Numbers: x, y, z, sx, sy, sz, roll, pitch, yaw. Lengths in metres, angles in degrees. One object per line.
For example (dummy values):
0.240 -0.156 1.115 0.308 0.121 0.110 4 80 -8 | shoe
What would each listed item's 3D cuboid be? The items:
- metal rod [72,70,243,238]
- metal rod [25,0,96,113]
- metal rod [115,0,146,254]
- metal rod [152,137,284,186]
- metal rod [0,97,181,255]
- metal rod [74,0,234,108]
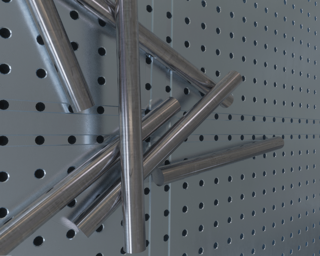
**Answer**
0.013 0.017 0.400 0.301 0.025 0.025 -43 116 -25 | metal rod
-0.130 -0.157 0.298 0.025 0.025 0.299 -31 109 -36 | metal rod
-0.033 -0.016 0.342 0.025 0.025 0.298 -2 90 -40 | metal rod
0.113 0.046 0.501 0.302 0.025 0.025 -9 96 -39 | metal rod
-0.079 0.049 0.342 0.302 0.025 0.025 -40 114 -33 | metal rod
0.001 -0.101 0.408 0.301 0.025 0.025 29 72 -36 | metal rod
